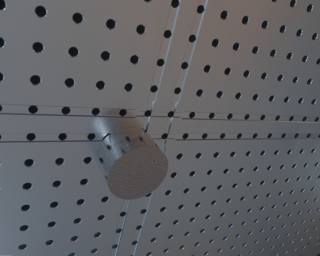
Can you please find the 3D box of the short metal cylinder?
[{"bbox_3d":[-0.036,0.045,0.403,0.081,0.050,0.080,-14,124,-21],"label":"short metal cylinder"}]
